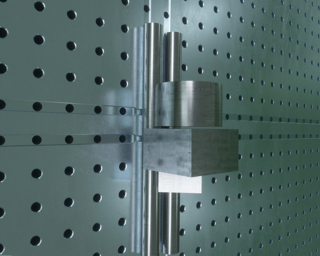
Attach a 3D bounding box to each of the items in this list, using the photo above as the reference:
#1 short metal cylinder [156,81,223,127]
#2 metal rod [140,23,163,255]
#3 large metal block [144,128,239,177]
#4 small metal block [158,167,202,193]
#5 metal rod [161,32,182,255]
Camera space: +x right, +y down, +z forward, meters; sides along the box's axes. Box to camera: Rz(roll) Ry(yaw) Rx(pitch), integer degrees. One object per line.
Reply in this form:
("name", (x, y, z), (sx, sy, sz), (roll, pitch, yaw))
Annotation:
("short metal cylinder", (0.036, -0.027, 0.377), (0.081, 0.080, 0.050), (1, 90, -40))
("metal rod", (-0.011, 0.016, 0.403), (0.025, 0.025, 0.298), (1, 89, -40))
("large metal block", (0.037, 0.026, 0.374), (0.081, 0.080, 0.050), (0, 90, -40))
("small metal block", (0.026, 0.063, 0.387), (0.050, 0.050, 0.025), (3, 87, -85))
("metal rod", (0.016, 0.020, 0.426), (0.025, 0.025, 0.298), (1, 89, -40))
